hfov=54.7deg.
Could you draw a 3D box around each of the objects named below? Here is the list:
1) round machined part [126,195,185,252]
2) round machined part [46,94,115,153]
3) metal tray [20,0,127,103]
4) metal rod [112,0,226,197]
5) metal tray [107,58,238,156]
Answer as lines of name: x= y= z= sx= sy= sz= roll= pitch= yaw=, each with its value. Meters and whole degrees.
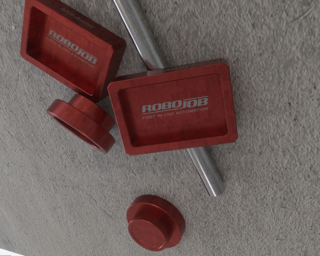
round machined part: x=-0.012 y=0.160 z=0.501 sx=0.098 sy=0.042 sz=0.097 roll=13 pitch=124 yaw=21
round machined part: x=-0.100 y=-0.010 z=0.422 sx=0.098 sy=0.042 sz=0.098 roll=32 pitch=166 yaw=9
metal tray: x=-0.116 y=-0.102 z=0.401 sx=0.130 sy=0.030 sz=0.089 roll=32 pitch=129 yaw=6
metal rod: x=0.011 y=-0.042 z=0.374 sx=0.025 sy=0.025 sz=0.299 roll=-15 pitch=111 yaw=34
metal tray: x=0.016 y=-0.022 z=0.351 sx=0.131 sy=0.030 sz=0.089 roll=-8 pitch=111 yaw=11
